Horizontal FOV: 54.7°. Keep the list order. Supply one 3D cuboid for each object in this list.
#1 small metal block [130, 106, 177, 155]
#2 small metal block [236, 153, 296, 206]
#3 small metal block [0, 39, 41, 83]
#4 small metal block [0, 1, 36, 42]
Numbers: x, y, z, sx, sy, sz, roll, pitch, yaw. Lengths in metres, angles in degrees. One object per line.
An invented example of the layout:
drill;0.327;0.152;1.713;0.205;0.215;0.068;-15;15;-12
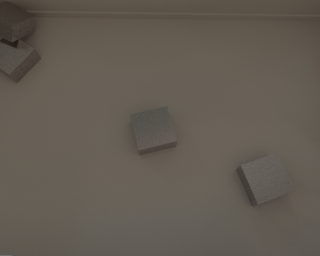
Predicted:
small metal block;-0.009;0.004;0.408;0.050;0.025;0.050;-14;71;-5
small metal block;0.131;0.064;0.387;0.050;0.025;0.050;-18;71;-7
small metal block;-0.211;-0.101;0.445;0.050;0.025;0.050;33;73;11
small metal block;-0.216;-0.152;0.443;0.050;0.025;0.050;26;40;3
